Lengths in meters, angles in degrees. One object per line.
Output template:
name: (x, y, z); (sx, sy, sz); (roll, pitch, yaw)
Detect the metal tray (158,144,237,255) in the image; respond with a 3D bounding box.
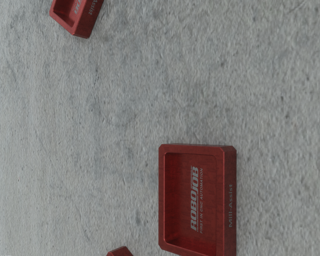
metal tray: (0.042, 0.084, 0.365); (0.090, 0.030, 0.129); (0, 90, 39)

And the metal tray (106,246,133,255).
metal tray: (-0.040, 0.246, 0.433); (0.130, 0.030, 0.089); (40, 114, 32)

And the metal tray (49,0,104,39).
metal tray: (-0.128, -0.225, 0.504); (0.090, 0.030, 0.129); (42, 115, 31)
